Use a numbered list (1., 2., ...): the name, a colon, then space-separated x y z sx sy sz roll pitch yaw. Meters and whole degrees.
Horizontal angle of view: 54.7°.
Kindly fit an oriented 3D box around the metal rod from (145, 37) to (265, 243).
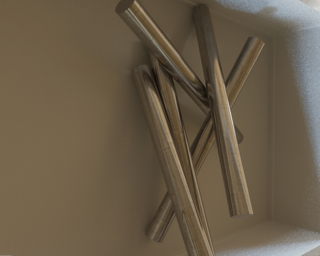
1. metal rod: 0.062 0.012 0.416 0.025 0.025 0.299 32 84 -36

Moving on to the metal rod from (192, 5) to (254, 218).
1. metal rod: 0.075 -0.039 0.398 0.025 0.025 0.299 17 57 -39

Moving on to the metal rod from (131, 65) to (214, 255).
1. metal rod: 0.020 0.062 0.343 0.025 0.025 0.299 -1 65 -40

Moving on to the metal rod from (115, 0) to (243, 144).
1. metal rod: 0.046 -0.053 0.412 0.300 0.025 0.025 41 65 -44

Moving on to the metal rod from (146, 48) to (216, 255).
1. metal rod: 0.025 0.027 0.388 0.025 0.025 0.298 -9 83 -40
